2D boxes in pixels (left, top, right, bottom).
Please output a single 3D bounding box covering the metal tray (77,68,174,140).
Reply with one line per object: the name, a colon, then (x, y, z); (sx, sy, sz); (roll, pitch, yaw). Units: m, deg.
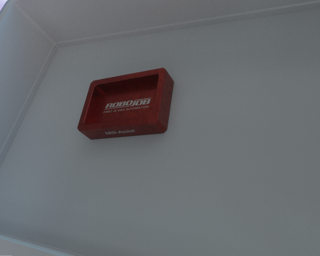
metal tray: (-0.050, -0.034, 0.450); (0.130, 0.030, 0.090); (-5, 59, 25)
